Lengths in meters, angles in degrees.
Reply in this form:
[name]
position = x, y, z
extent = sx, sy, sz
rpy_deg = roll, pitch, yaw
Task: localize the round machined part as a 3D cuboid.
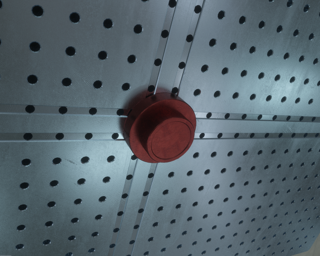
[round machined part]
position = 0.006, 0.007, 0.409
extent = 0.099, 0.042, 0.097
rpy_deg = -14, 125, -21
